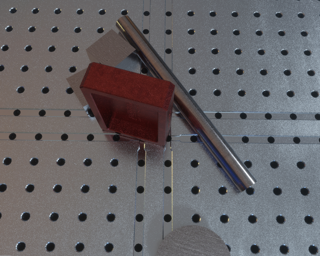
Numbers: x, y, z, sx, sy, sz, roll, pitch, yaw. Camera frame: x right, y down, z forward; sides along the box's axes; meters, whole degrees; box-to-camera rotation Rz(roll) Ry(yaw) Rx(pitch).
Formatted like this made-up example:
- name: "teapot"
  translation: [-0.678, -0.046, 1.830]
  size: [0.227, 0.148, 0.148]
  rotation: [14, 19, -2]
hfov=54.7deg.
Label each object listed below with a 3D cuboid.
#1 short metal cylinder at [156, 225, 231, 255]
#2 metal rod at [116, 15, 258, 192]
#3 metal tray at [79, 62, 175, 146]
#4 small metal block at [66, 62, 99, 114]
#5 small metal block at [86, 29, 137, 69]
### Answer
- name: "short metal cylinder"
  translation: [0.035, 0.151, 0.344]
  size: [0.081, 0.050, 0.080]
  rotation: [0, 70, 0]
- name: "metal rod"
  translation: [0.028, -0.044, 0.428]
  size: [0.025, 0.025, 0.299]
  rotation: [-32, 74, -11]
- name: "metal tray"
  translation: [-0.033, -0.021, 0.363]
  size: [0.090, 0.130, 0.030]
  rotation: [15, 71, 5]
- name: "small metal block"
  translation: [-0.094, -0.056, 0.431]
  size: [0.050, 0.025, 0.050]
  rotation: [-31, 73, -11]
- name: "small metal block"
  translation: [-0.070, -0.107, 0.450]
  size: [0.050, 0.025, 0.050]
  rotation: [43, 75, 13]
